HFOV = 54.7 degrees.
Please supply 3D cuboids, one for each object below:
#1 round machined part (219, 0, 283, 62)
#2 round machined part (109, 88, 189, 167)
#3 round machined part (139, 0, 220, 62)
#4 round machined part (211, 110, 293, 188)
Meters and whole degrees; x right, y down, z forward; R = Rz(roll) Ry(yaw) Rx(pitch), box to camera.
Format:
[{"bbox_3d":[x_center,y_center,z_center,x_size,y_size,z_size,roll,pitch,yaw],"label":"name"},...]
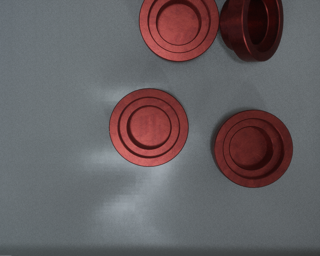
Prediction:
[{"bbox_3d":[0.112,-0.133,0.387,0.099,0.042,0.097,-10,104,-42],"label":"round machined part"},{"bbox_3d":[-0.014,-0.001,0.403,0.099,0.042,0.097,0,90,-1],"label":"round machined part"},{"bbox_3d":[0.024,-0.134,0.398,0.099,0.042,0.097,0,100,0],"label":"round machined part"},{"bbox_3d":[0.116,0.026,0.405,0.099,0.042,0.097,0,90,-1],"label":"round machined part"}]
